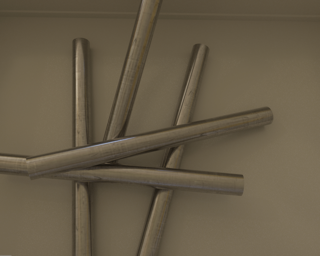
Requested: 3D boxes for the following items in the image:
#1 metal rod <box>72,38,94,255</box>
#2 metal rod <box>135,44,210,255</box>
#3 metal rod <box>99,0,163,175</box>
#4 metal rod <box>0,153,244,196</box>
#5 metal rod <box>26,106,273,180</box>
[{"bbox_3d":[-0.101,0.015,0.402,0.025,0.025,0.299,-5,70,-2],"label":"metal rod"},{"bbox_3d":[0.021,0.020,0.402,0.025,0.025,0.299,14,70,5],"label":"metal rod"},{"bbox_3d":[-0.030,-0.082,0.375,0.025,0.025,0.298,17,95,5],"label":"metal rod"},{"bbox_3d":[-0.056,0.053,0.361,0.302,0.025,0.025,5,70,1],"label":"metal rod"},{"bbox_3d":[0.003,0.013,0.372,0.302,0.025,0.025,-12,70,-17],"label":"metal rod"}]
